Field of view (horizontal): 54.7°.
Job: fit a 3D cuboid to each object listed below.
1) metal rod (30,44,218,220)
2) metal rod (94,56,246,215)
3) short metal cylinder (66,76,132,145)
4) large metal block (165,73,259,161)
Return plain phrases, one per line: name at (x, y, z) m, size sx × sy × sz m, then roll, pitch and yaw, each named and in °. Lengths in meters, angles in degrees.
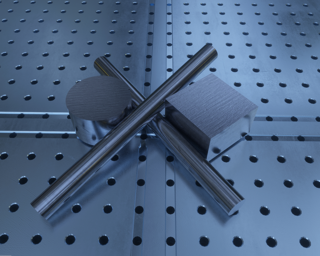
metal rod at (-0.029, -0.009, 0.383) m, size 0.025 × 0.025 × 0.301 m, roll 35°, pitch 66°, yaw 25°
metal rod at (-0.005, -0.008, 0.409) m, size 0.025 × 0.025 × 0.300 m, roll -29°, pitch 56°, yaw -22°
short metal cylinder at (-0.077, -0.023, 0.405) m, size 0.081 × 0.050 × 0.080 m, roll 0°, pitch 50°, yaw 0°
large metal block at (0.063, -0.015, 0.399) m, size 0.081 × 0.050 × 0.080 m, roll -31°, pitch 57°, yaw -24°
